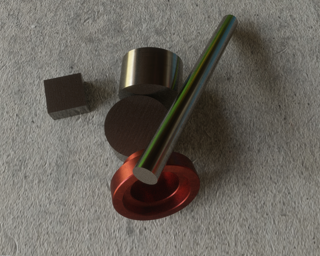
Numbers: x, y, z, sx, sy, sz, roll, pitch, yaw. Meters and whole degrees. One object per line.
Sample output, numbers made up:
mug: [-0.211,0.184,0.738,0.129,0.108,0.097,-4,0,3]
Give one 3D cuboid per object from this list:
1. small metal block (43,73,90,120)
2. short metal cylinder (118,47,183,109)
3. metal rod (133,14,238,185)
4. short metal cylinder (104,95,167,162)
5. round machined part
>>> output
small metal block: [-0.127,-0.043,0.423,0.050,0.025,0.050,-13,71,-5]
short metal cylinder: [-0.011,-0.060,0.401,0.080,0.080,0.050,3,70,1]
metal rod: [0.046,-0.058,0.376,0.025,0.025,0.301,24,51,8]
short metal cylinder: [-0.026,0.005,0.393,0.081,0.050,0.080,0,70,0]
round machined part: [-0.007,0.060,0.354,0.099,0.097,0.042,-14,44,-5]
